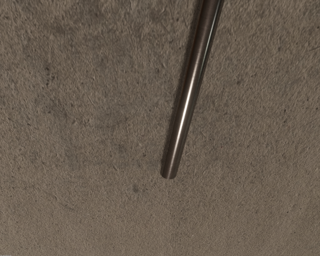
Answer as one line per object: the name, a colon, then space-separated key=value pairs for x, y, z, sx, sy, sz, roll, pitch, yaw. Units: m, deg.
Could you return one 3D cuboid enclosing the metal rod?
metal rod: x=0.034 y=-0.045 z=0.369 sx=0.025 sy=0.025 sz=0.298 roll=6 pitch=130 yaw=-6
